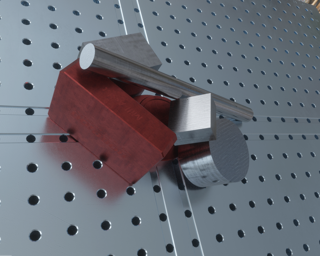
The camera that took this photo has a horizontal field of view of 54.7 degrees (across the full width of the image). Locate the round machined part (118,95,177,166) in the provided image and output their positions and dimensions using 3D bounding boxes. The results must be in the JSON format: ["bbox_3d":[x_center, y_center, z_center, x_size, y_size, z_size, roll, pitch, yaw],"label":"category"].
[{"bbox_3d":[-0.005,-0.003,0.401,0.099,0.042,0.098,14,56,-21],"label":"round machined part"}]

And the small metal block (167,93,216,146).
[{"bbox_3d":[0.038,-0.010,0.364,0.025,0.050,0.050,57,32,-47],"label":"small metal block"}]

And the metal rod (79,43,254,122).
[{"bbox_3d":[0.036,-0.044,0.395,0.302,0.025,0.025,12,54,-45],"label":"metal rod"}]

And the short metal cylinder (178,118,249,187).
[{"bbox_3d":[0.069,0.033,0.396,0.081,0.050,0.080,17,64,-39],"label":"short metal cylinder"}]

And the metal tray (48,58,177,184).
[{"bbox_3d":[-0.056,-0.003,0.338,0.130,0.090,0.030,40,51,-2],"label":"metal tray"}]

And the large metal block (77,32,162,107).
[{"bbox_3d":[-0.057,-0.066,0.381,0.081,0.080,0.050,-23,75,-37],"label":"large metal block"}]
